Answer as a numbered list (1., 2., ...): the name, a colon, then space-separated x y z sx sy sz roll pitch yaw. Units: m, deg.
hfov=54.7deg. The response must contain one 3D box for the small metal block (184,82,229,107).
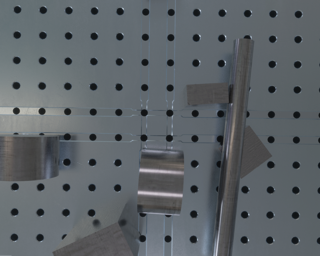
1. small metal block: 0.058 -0.042 0.401 0.050 0.050 0.025 -3 90 0

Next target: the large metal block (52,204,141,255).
1. large metal block: -0.073 0.144 0.385 0.080 0.080 0.050 -25 90 0

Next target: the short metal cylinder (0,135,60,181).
1. short metal cylinder: -0.167 0.034 0.384 0.081 0.080 0.050 1 90 0

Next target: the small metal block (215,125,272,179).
1. small metal block: 0.111 0.031 0.414 0.050 0.025 0.050 -37 90 0

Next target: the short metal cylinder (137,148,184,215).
1. short metal cylinder: 0.001 0.066 0.386 0.050 0.080 0.080 4 90 0

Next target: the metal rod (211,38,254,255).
1. metal rod: 0.090 0.040 0.388 0.025 0.025 0.298 6 90 0
